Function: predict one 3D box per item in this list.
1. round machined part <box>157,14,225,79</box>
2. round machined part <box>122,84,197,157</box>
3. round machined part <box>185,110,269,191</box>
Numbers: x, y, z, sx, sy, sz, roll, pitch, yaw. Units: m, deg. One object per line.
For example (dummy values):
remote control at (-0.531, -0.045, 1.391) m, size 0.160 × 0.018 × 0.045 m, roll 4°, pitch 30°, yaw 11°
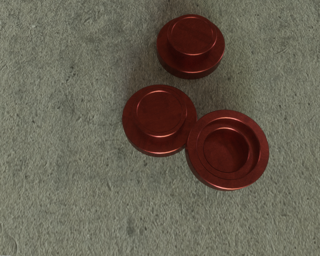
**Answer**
round machined part at (0.044, -0.123, 0.444) m, size 0.099 × 0.042 × 0.098 m, roll 0°, pitch 70°, yaw 0°
round machined part at (-0.001, -0.014, 0.404) m, size 0.099 × 0.042 × 0.098 m, roll 0°, pitch 70°, yaw 0°
round machined part at (0.080, 0.030, 0.386) m, size 0.099 × 0.042 × 0.098 m, roll 1°, pitch 72°, yaw -3°
